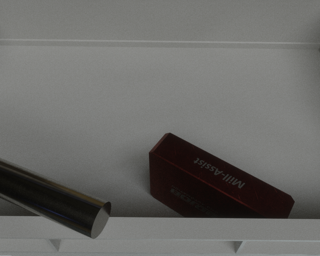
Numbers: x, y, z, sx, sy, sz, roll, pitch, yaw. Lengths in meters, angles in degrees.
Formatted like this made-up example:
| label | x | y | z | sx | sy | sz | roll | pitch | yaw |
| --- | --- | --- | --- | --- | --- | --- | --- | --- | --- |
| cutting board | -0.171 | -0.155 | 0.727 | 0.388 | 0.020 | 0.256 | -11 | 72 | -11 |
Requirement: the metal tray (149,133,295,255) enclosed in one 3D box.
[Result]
| label | x | y | z | sx | sy | sz | roll | pitch | yaw |
| --- | --- | --- | --- | --- | --- | --- | --- | --- | --- |
| metal tray | 0.051 | 0.068 | 0.306 | 0.130 | 0.089 | 0.030 | 28 | 55 | 21 |

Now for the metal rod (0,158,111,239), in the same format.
| label | x | y | z | sx | sy | sz | roll | pitch | yaw |
| --- | --- | --- | --- | --- | --- | --- | --- | --- | --- |
| metal rod | -0.177 | 0.015 | 0.237 | 0.301 | 0.025 | 0.025 | 18 | 52 | 14 |
